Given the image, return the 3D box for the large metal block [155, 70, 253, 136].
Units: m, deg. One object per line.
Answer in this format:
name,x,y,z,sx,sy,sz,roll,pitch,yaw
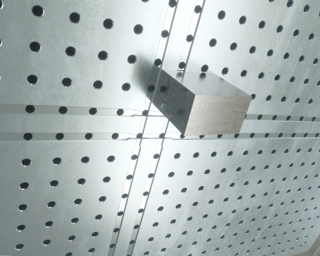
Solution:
large metal block,0.051,-0.033,0.385,0.081,0.080,0.050,-1,119,-28
